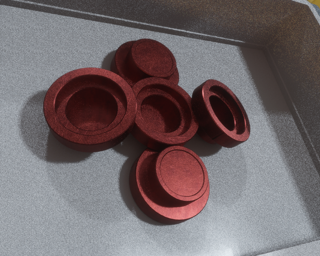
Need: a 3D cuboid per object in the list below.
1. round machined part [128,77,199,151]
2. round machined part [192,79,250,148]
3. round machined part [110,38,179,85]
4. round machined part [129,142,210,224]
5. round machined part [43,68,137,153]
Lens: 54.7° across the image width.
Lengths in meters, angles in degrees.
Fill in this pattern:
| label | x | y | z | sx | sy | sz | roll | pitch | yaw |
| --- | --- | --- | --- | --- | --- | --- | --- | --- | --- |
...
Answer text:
| label | x | y | z | sx | sy | sz | roll | pitch | yaw |
| --- | --- | --- | --- | --- | --- | --- | --- | --- | --- |
| round machined part | -0.002 | -0.014 | 0.399 | 0.099 | 0.042 | 0.098 | 14 | 56 | -21 |
| round machined part | 0.079 | -0.016 | 0.434 | 0.098 | 0.042 | 0.098 | 27 | 46 | -31 |
| round machined part | -0.016 | -0.086 | 0.436 | 0.099 | 0.042 | 0.098 | 14 | 56 | -21 |
| round machined part | 0.017 | 0.059 | 0.365 | 0.099 | 0.042 | 0.098 | 14 | 56 | -21 |
| round machined part | -0.077 | -0.017 | 0.351 | 0.099 | 0.042 | 0.098 | 4 | 62 | -7 |
